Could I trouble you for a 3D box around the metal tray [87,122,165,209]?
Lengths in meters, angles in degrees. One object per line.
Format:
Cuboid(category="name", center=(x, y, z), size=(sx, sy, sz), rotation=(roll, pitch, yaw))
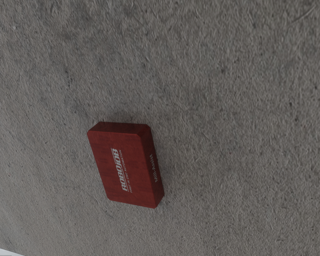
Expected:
Cuboid(category="metal tray", center=(-0.049, 0.056, 0.465), size=(0.090, 0.030, 0.129), rotation=(3, 120, 26))
